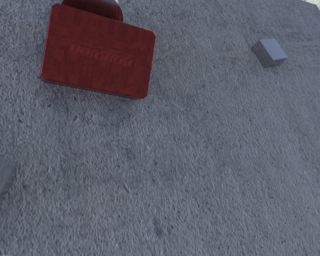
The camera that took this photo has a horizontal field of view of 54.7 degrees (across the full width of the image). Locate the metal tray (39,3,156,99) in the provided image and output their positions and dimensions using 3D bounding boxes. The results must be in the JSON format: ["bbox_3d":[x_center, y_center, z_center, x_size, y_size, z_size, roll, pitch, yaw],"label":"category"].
[{"bbox_3d":[-0.076,-0.091,0.390,0.131,0.030,0.089,9,88,-24],"label":"metal tray"}]

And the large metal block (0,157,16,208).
[{"bbox_3d":[-0.178,0.059,0.256,0.080,0.050,0.080,22,53,-16],"label":"large metal block"}]

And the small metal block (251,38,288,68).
[{"bbox_3d":[0.218,-0.149,0.615,0.050,0.025,0.050,-16,70,-35],"label":"small metal block"}]

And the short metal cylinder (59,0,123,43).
[{"bbox_3d":[-0.092,-0.159,0.413,0.081,0.080,0.050,9,48,-24],"label":"short metal cylinder"}]
